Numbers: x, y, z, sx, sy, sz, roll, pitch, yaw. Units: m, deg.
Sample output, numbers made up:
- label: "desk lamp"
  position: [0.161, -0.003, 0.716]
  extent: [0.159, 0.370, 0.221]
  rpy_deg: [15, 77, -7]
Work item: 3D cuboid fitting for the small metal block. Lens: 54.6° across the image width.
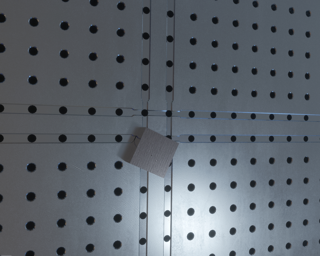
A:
- label: "small metal block"
  position: [-0.010, 0.032, 0.409]
  extent: [0.050, 0.025, 0.050]
  rpy_deg: [27, 81, -18]
